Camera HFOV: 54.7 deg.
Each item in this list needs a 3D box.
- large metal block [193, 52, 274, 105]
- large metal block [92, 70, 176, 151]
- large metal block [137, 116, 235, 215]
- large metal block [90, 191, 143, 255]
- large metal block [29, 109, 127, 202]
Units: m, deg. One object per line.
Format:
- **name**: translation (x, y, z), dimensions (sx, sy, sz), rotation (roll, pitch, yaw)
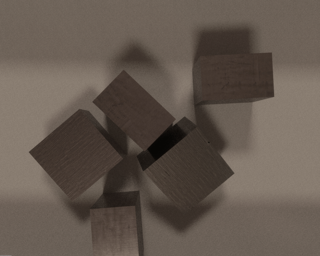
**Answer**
- **large metal block**: translation (0.086, -0.058, 0.385), dimensions (0.081, 0.080, 0.050), rotation (-3, 90, -1)
- **large metal block**: translation (-0.029, -0.020, 0.384), dimensions (0.080, 0.080, 0.050), rotation (44, 90, 0)
- **large metal block**: translation (0.031, 0.046, 0.388), dimensions (0.080, 0.050, 0.080), rotation (-40, 110, 0)
- **large metal block**: translation (-0.050, 0.127, 0.383), dimensions (0.050, 0.080, 0.079), rotation (-4, 90, 0)
- **large metal block**: translation (-0.101, 0.033, 0.398), dimensions (0.080, 0.050, 0.080), rotation (-41, 91, 0)
